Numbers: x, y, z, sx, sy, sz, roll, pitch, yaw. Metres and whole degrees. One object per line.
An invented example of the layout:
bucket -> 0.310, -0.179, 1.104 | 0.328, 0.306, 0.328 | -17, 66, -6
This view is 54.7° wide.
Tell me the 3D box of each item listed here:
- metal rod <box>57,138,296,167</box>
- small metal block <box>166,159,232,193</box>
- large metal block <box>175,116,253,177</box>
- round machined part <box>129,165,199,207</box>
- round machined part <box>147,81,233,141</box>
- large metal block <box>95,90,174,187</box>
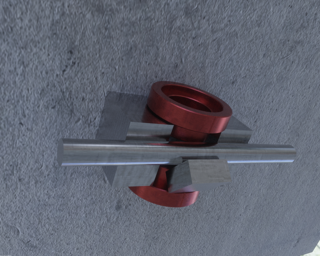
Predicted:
metal rod -> 0.044, 0.028, 0.346 | 0.302, 0.025, 0.025 | 3, 117, -30
small metal block -> 0.042, 0.054, 0.343 | 0.050, 0.025, 0.050 | 2, 158, -28
large metal block -> 0.067, 0.018, 0.421 | 0.050, 0.080, 0.079 | 4, 117, -30
round machined part -> 0.008, 0.056, 0.400 | 0.099, 0.098, 0.042 | 4, 111, -31
round machined part -> 0.032, -0.017, 0.368 | 0.099, 0.098, 0.042 | 4, 118, -30
large metal block -> -0.035, 0.011, 0.360 | 0.050, 0.080, 0.079 | 4, 116, -31
